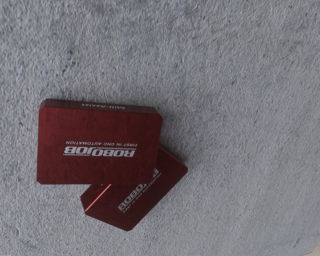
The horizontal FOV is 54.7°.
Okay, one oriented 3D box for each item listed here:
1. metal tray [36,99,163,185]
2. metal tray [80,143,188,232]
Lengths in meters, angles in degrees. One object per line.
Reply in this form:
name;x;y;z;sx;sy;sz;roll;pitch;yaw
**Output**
metal tray;-0.069;0.018;0.354;0.131;0.030;0.089;3;110;-18
metal tray;-0.034;0.078;0.433;0.130;0.030;0.090;-47;129;5
